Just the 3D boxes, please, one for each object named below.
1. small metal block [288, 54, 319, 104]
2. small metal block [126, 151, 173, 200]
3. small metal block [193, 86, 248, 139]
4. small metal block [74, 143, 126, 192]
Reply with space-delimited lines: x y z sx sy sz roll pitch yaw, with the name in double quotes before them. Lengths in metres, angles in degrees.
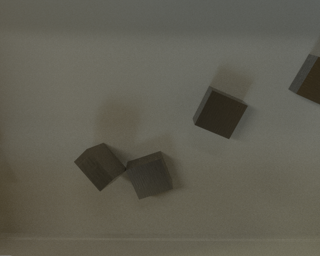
"small metal block" 0.202 -0.059 0.393 0.050 0.025 0.050 22 108 -9
"small metal block" -0.014 0.067 0.436 0.050 0.025 0.050 -19 109 6
"small metal block" 0.077 -0.020 0.405 0.050 0.025 0.050 22 108 -9
"small metal block" -0.077 0.050 0.408 0.025 0.050 0.050 -44 85 14
